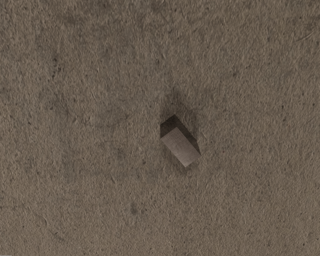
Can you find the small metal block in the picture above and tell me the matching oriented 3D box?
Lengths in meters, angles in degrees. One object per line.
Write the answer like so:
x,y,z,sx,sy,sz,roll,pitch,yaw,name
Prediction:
0.026,0.015,0.403,0.025,0.050,0.050,-37,106,12,small metal block
